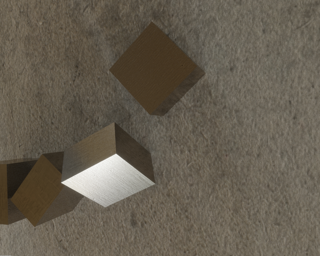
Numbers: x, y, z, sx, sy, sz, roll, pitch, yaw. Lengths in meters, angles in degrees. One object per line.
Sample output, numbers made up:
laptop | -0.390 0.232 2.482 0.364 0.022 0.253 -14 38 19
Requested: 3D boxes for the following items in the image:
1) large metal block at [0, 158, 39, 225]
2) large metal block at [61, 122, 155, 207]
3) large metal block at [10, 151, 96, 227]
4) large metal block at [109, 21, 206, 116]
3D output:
large metal block | -0.210 0.088 0.452 0.050 0.080 0.079 -2 90 20
large metal block | -0.064 0.050 0.394 0.080 0.080 0.050 -28 44 17
large metal block | -0.140 0.079 0.427 0.050 0.080 0.080 41 103 15
large metal block | -0.003 -0.072 0.396 0.080 0.050 0.080 -45 76 14
